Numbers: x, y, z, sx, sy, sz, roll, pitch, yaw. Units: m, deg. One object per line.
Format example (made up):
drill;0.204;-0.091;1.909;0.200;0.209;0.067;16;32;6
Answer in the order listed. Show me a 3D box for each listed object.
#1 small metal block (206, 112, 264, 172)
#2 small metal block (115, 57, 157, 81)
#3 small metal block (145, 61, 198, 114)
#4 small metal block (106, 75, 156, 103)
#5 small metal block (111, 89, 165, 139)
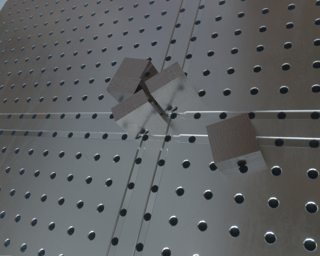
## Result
small metal block;0.085;0.016;0.354;0.050;0.025;0.050;-19;54;17
small metal block;-0.041;-0.080;0.480;0.050;0.025;0.050;14;69;34
small metal block;0.016;-0.053;0.418;0.050;0.050;0.025;-31;52;8
small metal block;-0.040;-0.048;0.444;0.050;0.050;0.025;12;69;33
small metal block;-0.029;-0.018;0.420;0.050;0.050;0.025;-31;52;8
